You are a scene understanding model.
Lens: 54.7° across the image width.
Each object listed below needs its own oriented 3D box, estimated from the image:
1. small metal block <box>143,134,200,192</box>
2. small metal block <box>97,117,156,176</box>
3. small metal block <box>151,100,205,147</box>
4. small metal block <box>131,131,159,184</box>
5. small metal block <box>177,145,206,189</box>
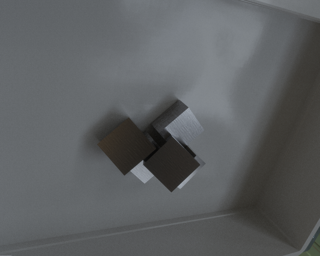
[{"bbox_3d":[0.014,0.044,0.395,0.050,0.025,0.050,-44,96,2],"label":"small metal block"},{"bbox_3d":[-0.040,0.022,0.384,0.050,0.025,0.050,-41,91,-1],"label":"small metal block"},{"bbox_3d":[0.025,-0.001,0.421,0.050,0.025,0.050,-41,130,-1],"label":"small metal block"},{"bbox_3d":[-0.020,0.040,0.422,0.050,0.025,0.050,-41,130,-1],"label":"small metal block"},{"bbox_3d":[0.028,0.048,0.437,0.050,0.050,0.025,-46,130,4],"label":"small metal block"}]
